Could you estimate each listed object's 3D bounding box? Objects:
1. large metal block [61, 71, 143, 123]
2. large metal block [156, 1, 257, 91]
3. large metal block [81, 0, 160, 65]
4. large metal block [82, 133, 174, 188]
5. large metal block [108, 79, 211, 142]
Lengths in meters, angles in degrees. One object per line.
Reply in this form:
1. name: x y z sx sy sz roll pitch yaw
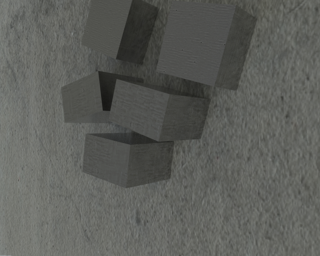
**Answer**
1. large metal block: -0.077 -0.039 0.430 0.080 0.081 0.050 -13 82 39
2. large metal block: 0.050 -0.092 0.346 0.080 0.050 0.079 22 104 37
3. large metal block: -0.057 -0.142 0.434 0.080 0.050 0.079 29 108 36
4. large metal block: -0.040 0.037 0.400 0.080 0.081 0.050 10 97 39
5. large metal block: 0.000 -0.021 0.367 0.080 0.081 0.050 21 103 37
